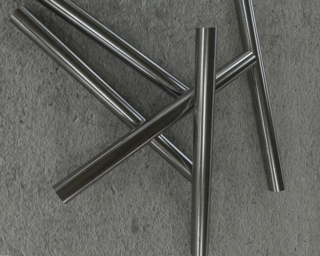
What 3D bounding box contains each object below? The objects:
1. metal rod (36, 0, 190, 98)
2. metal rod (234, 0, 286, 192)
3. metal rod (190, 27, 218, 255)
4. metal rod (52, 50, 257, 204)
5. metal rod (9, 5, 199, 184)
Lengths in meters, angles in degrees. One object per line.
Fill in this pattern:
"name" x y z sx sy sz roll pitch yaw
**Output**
"metal rod" -0.071 -0.114 0.382 0.301 0.025 0.025 33 79 -17
"metal rod" 0.150 -0.052 0.463 0.025 0.025 0.298 -13 95 -20
"metal rod" 0.054 0.030 0.391 0.025 0.025 0.298 -6 107 -20
"metal rod" 0.006 -0.011 0.383 0.301 0.025 0.025 -36 102 -16
"metal rod" -0.054 -0.031 0.388 0.300 0.025 0.025 43 77 -15
